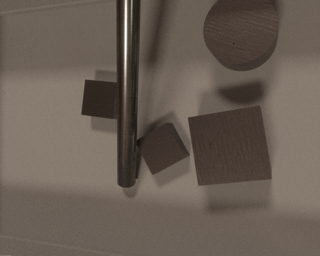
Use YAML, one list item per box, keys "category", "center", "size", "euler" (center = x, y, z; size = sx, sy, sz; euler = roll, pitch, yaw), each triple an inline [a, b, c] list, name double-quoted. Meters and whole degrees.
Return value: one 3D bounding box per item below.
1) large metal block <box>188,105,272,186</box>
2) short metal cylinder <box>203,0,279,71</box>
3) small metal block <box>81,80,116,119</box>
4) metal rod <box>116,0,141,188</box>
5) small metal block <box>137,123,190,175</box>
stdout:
- category: "large metal block"
  center: [0.084, 0.021, 0.367]
  size: [0.080, 0.050, 0.080]
  euler: [-9, 87, 19]
- category: "short metal cylinder"
  center: [0.096, -0.110, 0.363]
  size: [0.080, 0.050, 0.079]
  euler: [0, 90, 19]
- category: "small metal block"
  center: [-0.080, -0.040, 0.437]
  size: [0.050, 0.025, 0.050]
  euler: [8, 93, 19]
- category: "metal rod"
  center: [-0.037, -0.057, 0.359]
  size: [0.025, 0.025, 0.298]
  euler: [14, 119, 19]
- category: "small metal block"
  center: [0.003, 0.027, 0.409]
  size: [0.050, 0.025, 0.050]
  euler: [-31, 80, 17]
